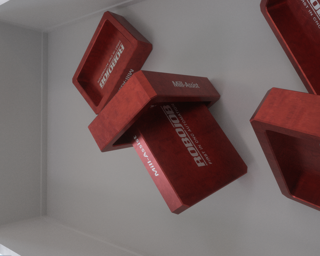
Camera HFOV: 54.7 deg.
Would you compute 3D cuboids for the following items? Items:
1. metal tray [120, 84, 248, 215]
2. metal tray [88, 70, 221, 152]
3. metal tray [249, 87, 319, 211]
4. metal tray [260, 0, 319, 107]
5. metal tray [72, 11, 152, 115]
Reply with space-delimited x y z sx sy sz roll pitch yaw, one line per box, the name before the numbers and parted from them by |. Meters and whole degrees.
metal tray | 0.022 0.013 0.334 0.130 0.091 0.030 58 148 16
metal tray | -0.001 -0.018 0.338 0.090 0.131 0.030 -43 69 31
metal tray | 0.129 0.029 0.232 0.090 0.130 0.030 20 68 42
metal tray | 0.133 -0.083 0.254 0.030 0.090 0.130 -22 73 -1
metal tray | -0.076 -0.095 0.466 0.090 0.030 0.129 49 119 28
